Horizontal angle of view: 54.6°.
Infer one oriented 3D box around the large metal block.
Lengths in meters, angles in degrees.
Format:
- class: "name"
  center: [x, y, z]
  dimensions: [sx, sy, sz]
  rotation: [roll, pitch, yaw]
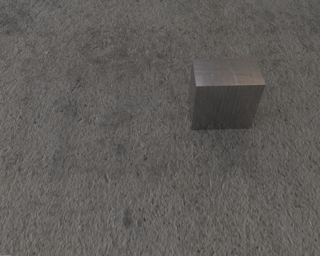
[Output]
- class: "large metal block"
  center: [0.081, -0.043, 0.404]
  dimensions: [0.080, 0.080, 0.050]
  rotation: [-2, 50, -1]
